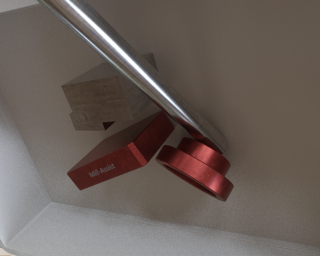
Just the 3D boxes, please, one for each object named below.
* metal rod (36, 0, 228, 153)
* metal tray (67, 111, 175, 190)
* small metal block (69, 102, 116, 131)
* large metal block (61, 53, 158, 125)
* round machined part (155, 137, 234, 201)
[{"bbox_3d":[-0.017,-0.050,0.292,0.025,0.025,0.301,-17,140,34],"label":"metal rod"},{"bbox_3d":[-0.052,0.030,0.411,0.130,0.090,0.030,-25,105,36],"label":"metal tray"},{"bbox_3d":[-0.085,-0.019,0.424,0.050,0.050,0.025,0,119,28],"label":"small metal block"},{"bbox_3d":[-0.053,-0.047,0.370,0.080,0.080,0.050,-4,116,30],"label":"large metal block"},{"bbox_3d":[0.047,0.046,0.379,0.098,0.042,0.098,31,170,7],"label":"round machined part"}]
